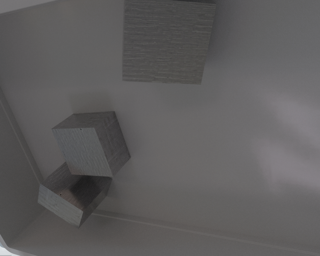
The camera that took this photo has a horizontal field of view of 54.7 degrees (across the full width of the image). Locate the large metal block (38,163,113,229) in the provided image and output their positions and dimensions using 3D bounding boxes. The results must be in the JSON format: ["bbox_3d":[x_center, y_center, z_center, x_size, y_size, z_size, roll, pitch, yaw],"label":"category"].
[{"bbox_3d":[-0.139,0.103,0.510,0.080,0.080,0.050,30,128,9],"label":"large metal block"}]

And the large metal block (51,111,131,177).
[{"bbox_3d":[-0.101,0.024,0.460,0.080,0.050,0.080,-2,118,29],"label":"large metal block"}]

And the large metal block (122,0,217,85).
[{"bbox_3d":[0.004,-0.092,0.311,0.081,0.050,0.079,1,125,-9],"label":"large metal block"}]
